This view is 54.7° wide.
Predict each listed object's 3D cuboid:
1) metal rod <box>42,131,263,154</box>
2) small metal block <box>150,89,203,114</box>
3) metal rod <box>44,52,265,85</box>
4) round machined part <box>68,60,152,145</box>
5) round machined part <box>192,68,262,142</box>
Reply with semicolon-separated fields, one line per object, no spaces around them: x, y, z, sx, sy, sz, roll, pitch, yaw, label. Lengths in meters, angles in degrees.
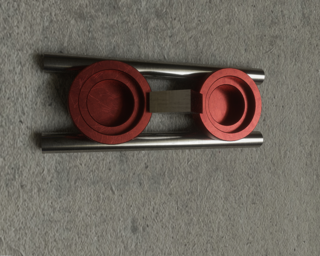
0.005;0.017;0.412;0.302;0.025;0.025;0;90;-20;metal rod
0.021;-0.030;0.377;0.050;0.050;0.025;0;90;23;small metal block
0.007;-0.076;0.412;0.302;0.025;0.025;0;90;-20;metal rod
-0.061;-0.029;0.374;0.099;0.042;0.097;0;90;-20;round machined part
0.087;-0.031;0.428;0.099;0.042;0.097;0;90;-20;round machined part
